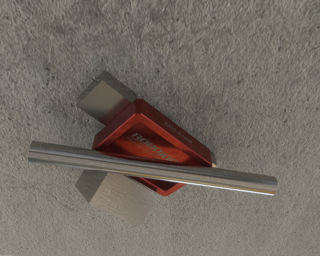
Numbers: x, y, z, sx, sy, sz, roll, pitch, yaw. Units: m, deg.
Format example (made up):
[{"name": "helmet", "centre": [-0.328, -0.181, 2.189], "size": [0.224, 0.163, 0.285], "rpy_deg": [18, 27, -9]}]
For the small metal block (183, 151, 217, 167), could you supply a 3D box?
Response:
[{"name": "small metal block", "centre": [0.046, 0.049, 0.451], "size": [0.050, 0.025, 0.050], "rpy_deg": [31, 123, -24]}]

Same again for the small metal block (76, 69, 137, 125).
[{"name": "small metal block", "centre": [-0.064, -0.034, 0.378], "size": [0.050, 0.025, 0.050], "rpy_deg": [-38, 121, 27]}]

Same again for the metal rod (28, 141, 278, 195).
[{"name": "metal rod", "centre": [-0.001, 0.051, 0.380], "size": [0.302, 0.025, 0.025], "rpy_deg": [9, 130, -9]}]

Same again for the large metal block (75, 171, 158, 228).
[{"name": "large metal block", "centre": [-0.063, 0.087, 0.435], "size": [0.080, 0.080, 0.050], "rpy_deg": [36, 80, -27]}]

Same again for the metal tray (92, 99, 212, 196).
[{"name": "metal tray", "centre": [-0.008, 0.031, 0.398], "size": [0.130, 0.030, 0.090], "rpy_deg": [36, 121, -27]}]
